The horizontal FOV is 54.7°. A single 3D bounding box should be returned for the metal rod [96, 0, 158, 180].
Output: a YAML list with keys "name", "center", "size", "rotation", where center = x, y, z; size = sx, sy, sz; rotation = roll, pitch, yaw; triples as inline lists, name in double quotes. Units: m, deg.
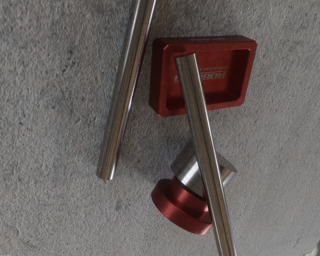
- name: "metal rod"
  center: [-0.033, -0.070, 0.345]
  size: [0.025, 0.025, 0.298]
  rotation: [2, 118, -30]

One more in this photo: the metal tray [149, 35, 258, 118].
- name: "metal tray"
  center: [0.054, -0.067, 0.391]
  size: [0.131, 0.030, 0.089]
  rotation: [-9, 123, -24]

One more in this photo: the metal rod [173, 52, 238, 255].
- name: "metal rod"
  center: [0.063, 0.057, 0.385]
  size: [0.025, 0.025, 0.298]
  rotation: [-21, 110, -16]

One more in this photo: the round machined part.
- name: "round machined part"
  center: [0.040, 0.102, 0.445]
  size: [0.099, 0.098, 0.042]
  rotation: [23, 104, -37]

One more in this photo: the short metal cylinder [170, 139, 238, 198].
- name: "short metal cylinder"
  center: [0.062, 0.057, 0.441]
  size: [0.080, 0.080, 0.050]
  rotation: [28, 103, -38]
